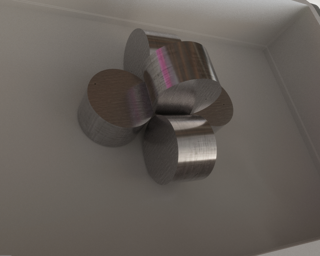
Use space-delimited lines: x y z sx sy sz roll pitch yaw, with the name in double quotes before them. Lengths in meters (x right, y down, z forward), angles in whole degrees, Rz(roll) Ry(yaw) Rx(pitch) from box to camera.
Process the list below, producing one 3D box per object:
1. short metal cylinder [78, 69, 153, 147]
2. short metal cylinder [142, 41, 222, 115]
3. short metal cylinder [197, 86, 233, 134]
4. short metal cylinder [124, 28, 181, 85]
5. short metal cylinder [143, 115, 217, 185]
"short metal cylinder" -0.053 -0.024 0.373 0.081 0.050 0.080 14 56 -21
"short metal cylinder" 0.024 -0.053 0.357 0.081 0.080 0.050 -1 62 -29
"short metal cylinder" 0.054 -0.026 0.431 0.081 0.050 0.080 14 56 -21
"short metal cylinder" -0.010 -0.090 0.417 0.050 0.080 0.080 -2 63 -30
"short metal cylinder" 0.021 0.024 0.364 0.050 0.080 0.080 -2 63 -30
